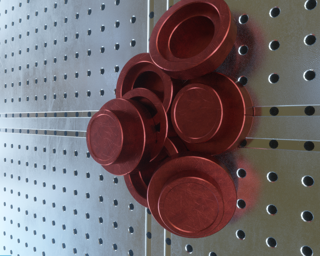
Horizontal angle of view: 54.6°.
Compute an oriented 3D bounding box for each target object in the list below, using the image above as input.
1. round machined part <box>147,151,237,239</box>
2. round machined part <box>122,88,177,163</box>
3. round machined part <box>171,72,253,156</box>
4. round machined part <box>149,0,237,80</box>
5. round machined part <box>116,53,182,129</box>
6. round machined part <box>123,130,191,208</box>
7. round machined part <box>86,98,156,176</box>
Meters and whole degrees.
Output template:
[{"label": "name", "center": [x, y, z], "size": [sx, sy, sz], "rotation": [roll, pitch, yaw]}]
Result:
[{"label": "round machined part", "center": [0.034, 0.078, 0.339], "size": [0.098, 0.042, 0.097], "rotation": [1, 103, 7]}, {"label": "round machined part", "center": [-0.015, -0.002, 0.411], "size": [0.098, 0.042, 0.097], "rotation": [0, 90, 40]}, {"label": "round machined part", "center": [0.052, -0.016, 0.356], "size": [0.098, 0.042, 0.097], "rotation": [0, 90, 40]}, {"label": "round machined part", "center": [0.040, -0.097, 0.352], "size": [0.098, 0.042, 0.098], "rotation": [-14, 62, 28]}, {"label": "round machined part", "center": [-0.010, -0.046, 0.408], "size": [0.098, 0.042, 0.097], "rotation": [0, 90, 40]}, {"label": "round machined part", "center": [0.001, 0.051, 0.398], "size": [0.098, 0.042, 0.097], "rotation": [0, 90, 40]}, {"label": "round machined part", "center": [-0.055, 0.011, 0.390], "size": [0.098, 0.042, 0.097], "rotation": [0, 90, 40]}]
